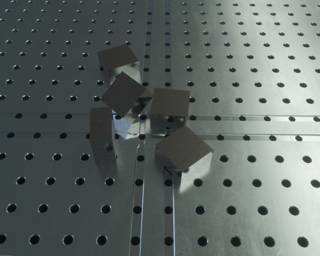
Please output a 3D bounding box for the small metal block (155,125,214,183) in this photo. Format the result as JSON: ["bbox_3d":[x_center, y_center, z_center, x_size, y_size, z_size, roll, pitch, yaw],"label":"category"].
[{"bbox_3d":[0.029,0.031,0.382,0.050,0.025,0.050,-32,57,-24],"label":"small metal block"}]

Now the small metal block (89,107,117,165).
[{"bbox_3d":[-0.069,0.010,0.382,0.025,0.050,0.050,-5,50,-4],"label":"small metal block"}]

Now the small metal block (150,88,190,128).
[{"bbox_3d":[0.014,-0.028,0.431,0.050,0.025,0.050,5,50,4],"label":"small metal block"}]

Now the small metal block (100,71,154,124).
[{"bbox_3d":[-0.046,-0.042,0.428,0.050,0.025,0.050,39,91,28],"label":"small metal block"}]

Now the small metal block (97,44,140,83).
[{"bbox_3d":[-0.066,-0.104,0.494,0.050,0.025,0.050,-21,53,-17],"label":"small metal block"}]
